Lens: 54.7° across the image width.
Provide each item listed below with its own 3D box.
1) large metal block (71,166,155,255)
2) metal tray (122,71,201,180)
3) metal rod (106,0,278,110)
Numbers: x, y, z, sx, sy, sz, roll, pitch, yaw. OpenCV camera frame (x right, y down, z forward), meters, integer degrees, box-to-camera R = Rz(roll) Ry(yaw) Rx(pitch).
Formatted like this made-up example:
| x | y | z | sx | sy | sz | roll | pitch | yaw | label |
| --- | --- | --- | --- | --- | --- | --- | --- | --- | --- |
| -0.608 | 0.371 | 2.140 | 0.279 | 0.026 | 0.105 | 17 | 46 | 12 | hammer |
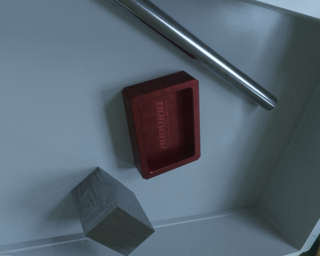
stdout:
| x | y | z | sx | sy | sz | roll | pitch | yaw | label |
| --- | --- | --- | --- | --- | --- | --- | --- | --- | --- |
| -0.063 | 0.109 | 0.408 | 0.050 | 0.080 | 0.080 | -42 | 130 | 0 | large metal block |
| 0.006 | -0.001 | 0.409 | 0.091 | 0.030 | 0.129 | -19 | 126 | -18 | metal tray |
| 0.061 | -0.087 | 0.389 | 0.302 | 0.025 | 0.025 | 24 | 105 | -37 | metal rod |
